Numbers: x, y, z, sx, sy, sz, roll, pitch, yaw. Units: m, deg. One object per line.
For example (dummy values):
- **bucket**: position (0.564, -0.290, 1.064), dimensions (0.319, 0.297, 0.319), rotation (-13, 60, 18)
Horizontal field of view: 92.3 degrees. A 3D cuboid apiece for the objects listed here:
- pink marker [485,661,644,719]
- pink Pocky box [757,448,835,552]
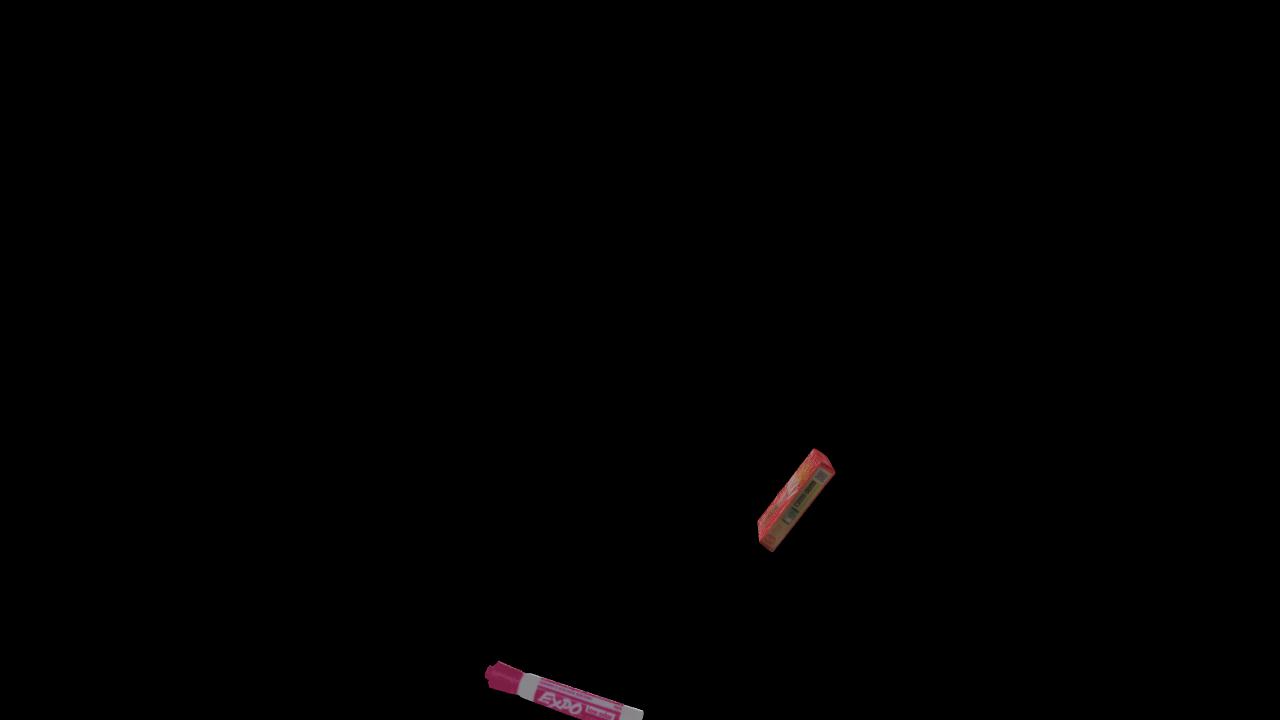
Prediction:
- **pink marker**: position (-0.057, 0.248, 0.451), dimensions (0.121, 0.020, 0.020), rotation (13, 2, 10)
- **pink Pocky box**: position (0.234, 0.210, 0.932), dimensions (0.029, 0.155, 0.084), rotation (35, 11, 3)
